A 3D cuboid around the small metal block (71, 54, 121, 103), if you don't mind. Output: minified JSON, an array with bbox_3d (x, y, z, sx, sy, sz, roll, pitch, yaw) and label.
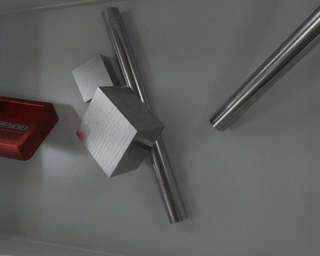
[{"bbox_3d":[-0.090,-0.069,0.441,0.050,0.025,0.050,-27,81,17],"label":"small metal block"}]

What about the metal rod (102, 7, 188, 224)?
[{"bbox_3d":[-0.022,-0.022,0.417,0.025,0.025,0.299,-21,83,18],"label":"metal rod"}]

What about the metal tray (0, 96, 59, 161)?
[{"bbox_3d":[-0.228,-0.005,0.448,0.131,0.090,0.030,8,135,12],"label":"metal tray"}]

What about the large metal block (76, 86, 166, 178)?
[{"bbox_3d":[-0.053,0.003,0.396,0.080,0.050,0.079,47,123,24],"label":"large metal block"}]

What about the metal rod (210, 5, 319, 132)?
[{"bbox_3d":[0.147,-0.094,0.293,0.025,0.025,0.298,50,130,12],"label":"metal rod"}]
